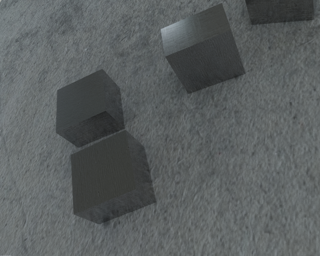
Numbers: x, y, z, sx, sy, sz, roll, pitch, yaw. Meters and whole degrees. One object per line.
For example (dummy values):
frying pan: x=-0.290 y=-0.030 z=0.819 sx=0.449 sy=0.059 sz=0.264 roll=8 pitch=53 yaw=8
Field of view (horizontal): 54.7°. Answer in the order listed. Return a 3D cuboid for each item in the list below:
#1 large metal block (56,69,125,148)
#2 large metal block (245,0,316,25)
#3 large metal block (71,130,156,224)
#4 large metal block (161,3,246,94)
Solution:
large metal block: x=-0.103 y=-0.028 z=0.458 sx=0.080 sy=0.050 sz=0.080 roll=-22 pitch=54 yaw=14
large metal block: x=0.167 y=-0.190 z=0.417 sx=0.080 sy=0.050 sz=0.080 roll=5 pitch=64 yaw=30
large metal block: x=-0.059 y=0.061 z=0.380 sx=0.080 sy=0.050 sz=0.080 roll=-24 pitch=53 yaw=13
large metal block: x=0.057 y=-0.098 z=0.398 sx=0.080 sy=0.080 sz=0.050 roll=-19 pitch=55 yaw=17
